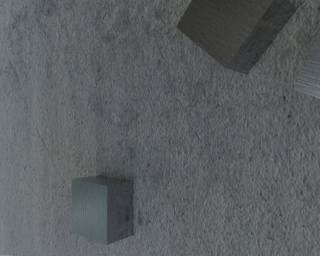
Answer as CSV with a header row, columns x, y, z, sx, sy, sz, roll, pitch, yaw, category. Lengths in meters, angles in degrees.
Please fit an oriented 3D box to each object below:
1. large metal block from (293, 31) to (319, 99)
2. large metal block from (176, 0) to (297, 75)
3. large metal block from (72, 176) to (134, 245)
x,y,z,sx,sy,sz,roll,pitch,yaw,category
0.170,-0.053,0.248,0.080,0.050,0.079,30,109,36,large metal block
0.077,-0.115,0.325,0.080,0.050,0.080,49,119,29,large metal block
-0.086,0.117,0.460,0.080,0.050,0.080,0,90,40,large metal block
